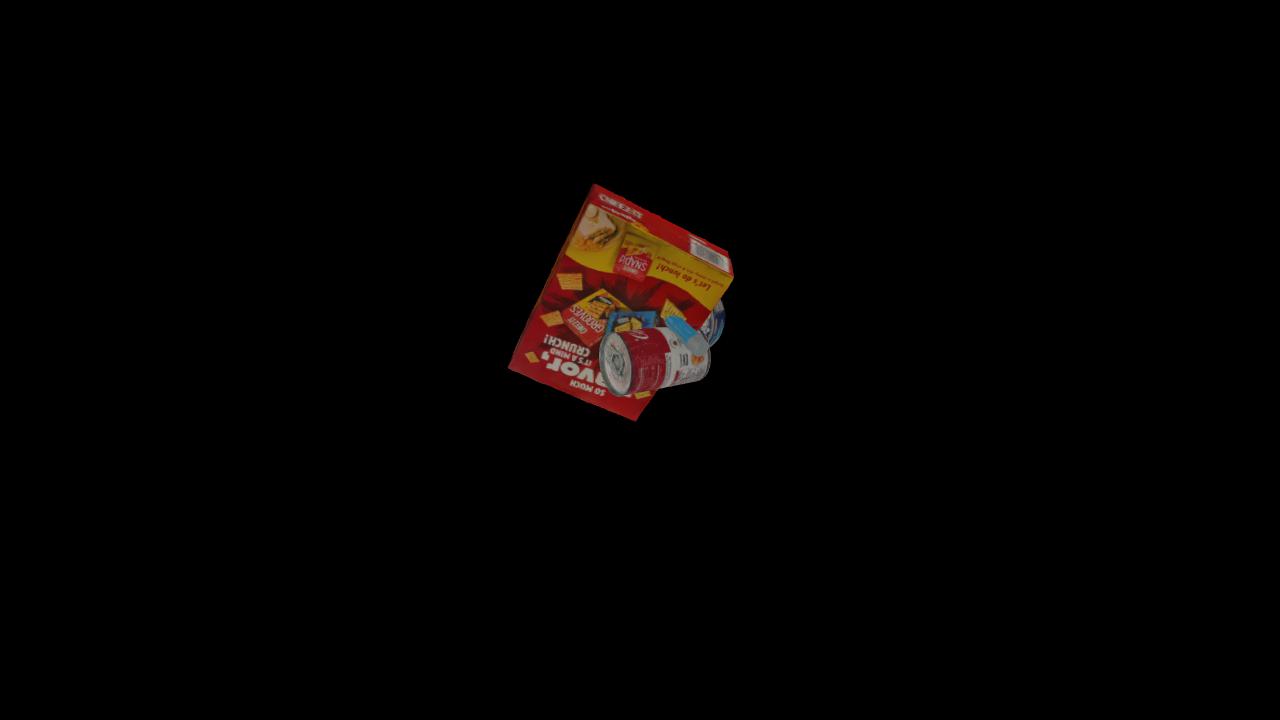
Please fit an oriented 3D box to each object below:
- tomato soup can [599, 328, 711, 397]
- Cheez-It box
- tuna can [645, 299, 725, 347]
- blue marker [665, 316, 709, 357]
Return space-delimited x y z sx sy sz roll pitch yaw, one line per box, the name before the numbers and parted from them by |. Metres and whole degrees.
tomato soup can | 0.017 -0.002 0.651 0.101 0.068 0.068 -9 4 -30
Cheez-It box | -0.025 -0.053 0.676 0.166 0.223 0.071 24 31 -13
tuna can | 0.051 -0.047 0.679 0.084 0.084 0.034 0 11 34
blue marker | 0.029 -0.048 0.651 0.020 0.020 0.121 0 39 -46
